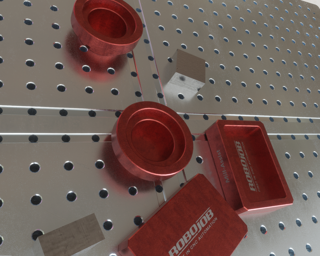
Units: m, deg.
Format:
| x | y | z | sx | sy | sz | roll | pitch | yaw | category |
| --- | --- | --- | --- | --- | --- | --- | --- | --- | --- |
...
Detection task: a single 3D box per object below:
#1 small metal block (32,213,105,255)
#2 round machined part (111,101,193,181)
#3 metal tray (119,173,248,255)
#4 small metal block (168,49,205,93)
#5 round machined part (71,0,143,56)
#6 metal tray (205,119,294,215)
| x | y | z | sx | sy | sz | roll | pitch | yaw | category |
| --- | --- | --- | --- | --- | --- | --- | --- | --- | --- |
| -0.084 | 0.105 | 0.282 | 0.050 | 0.050 | 0.025 | -16 | 71 | -35 | small metal block |
| -0.012 | 0.019 | 0.379 | 0.099 | 0.042 | 0.098 | 14 | 56 | -21 | round machined part |
| 0.031 | 0.123 | 0.346 | 0.131 | 0.030 | 0.090 | -35 | 81 | -38 | metal tray |
| 0.043 | -0.090 | 0.486 | 0.050 | 0.025 | 0.050 | 18 | 55 | -18 | small metal block |
| -0.077 | -0.142 | 0.442 | 0.099 | 0.042 | 0.098 | 14 | 56 | -21 | round machined part |
| 0.125 | 0.052 | 0.439 | 0.091 | 0.030 | 0.130 | 1 | 61 | -28 | metal tray |
